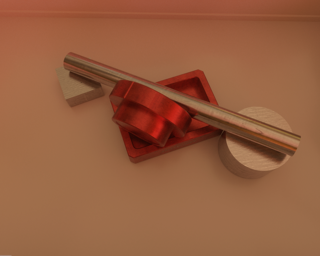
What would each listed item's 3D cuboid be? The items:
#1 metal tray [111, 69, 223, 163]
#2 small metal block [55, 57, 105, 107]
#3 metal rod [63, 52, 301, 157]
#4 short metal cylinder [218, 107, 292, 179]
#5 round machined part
[{"bbox_3d":[0.010,-0.017,0.411,0.131,0.030,0.090,-18,71,-7],"label":"metal tray"},{"bbox_3d":[-0.111,-0.064,0.430,0.050,0.025,0.050,-21,72,-8],"label":"small metal block"},{"bbox_3d":[0.015,-0.035,0.377,0.301,0.025,0.025,22,71,14],"label":"metal rod"},{"bbox_3d":[0.118,0.020,0.389,0.081,0.050,0.080,0,70,0],"label":"short metal cylinder"},{"bbox_3d":[-0.016,-0.012,0.360,0.098,0.098,0.042,26,80,9],"label":"round machined part"}]
